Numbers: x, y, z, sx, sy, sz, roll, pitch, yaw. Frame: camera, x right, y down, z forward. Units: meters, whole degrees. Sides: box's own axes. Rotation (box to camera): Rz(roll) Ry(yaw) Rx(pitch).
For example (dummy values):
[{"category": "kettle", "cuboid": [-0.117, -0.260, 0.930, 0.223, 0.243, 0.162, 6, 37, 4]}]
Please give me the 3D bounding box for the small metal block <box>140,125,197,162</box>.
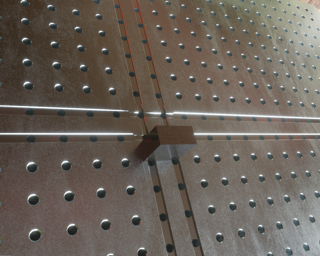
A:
[{"category": "small metal block", "cuboid": [0.010, 0.020, 0.387, 0.050, 0.050, 0.025, 1, 62, -28]}]
